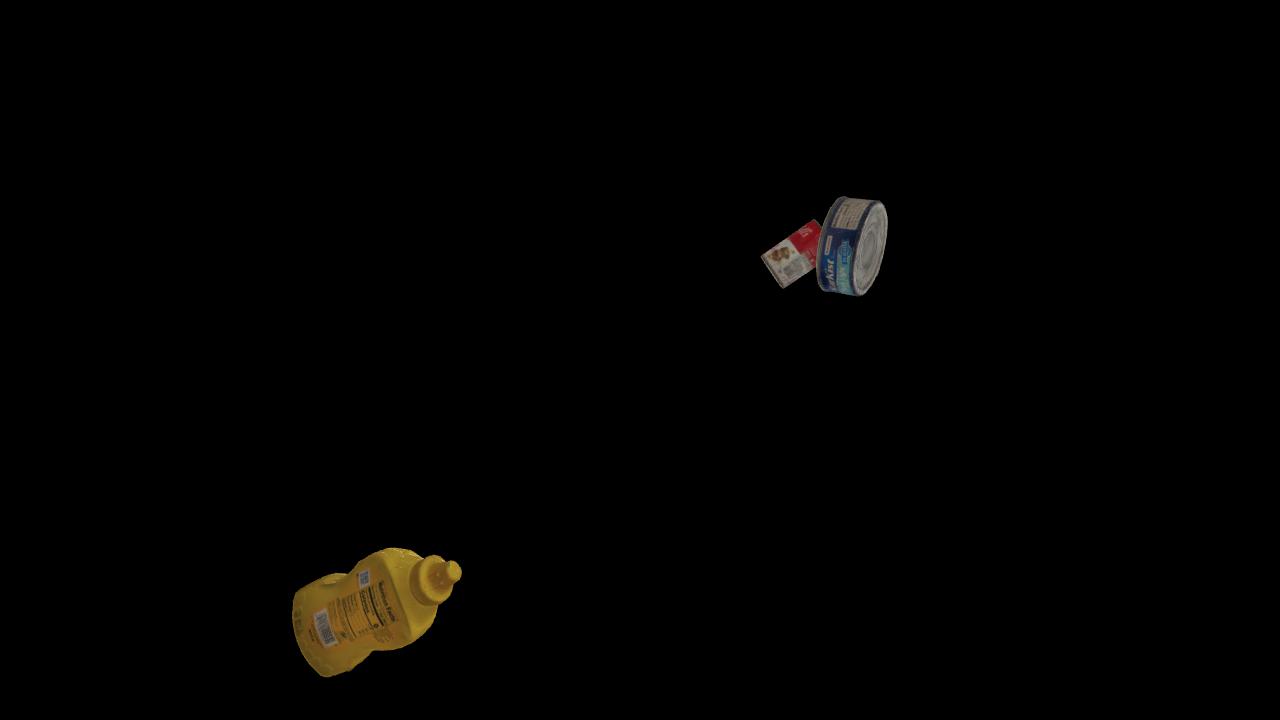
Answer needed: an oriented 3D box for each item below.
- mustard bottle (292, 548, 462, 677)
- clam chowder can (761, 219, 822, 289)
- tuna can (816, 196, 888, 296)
[{"bbox_3d":[-0.239,0.225,0.572,0.184,0.092,0.054,-28,-15,19],"label":"mustard bottle"},{"bbox_3d":[0.255,-0.170,0.994,0.102,0.068,0.068,-35,-9,13],"label":"clam chowder can"},{"bbox_3d":[0.186,-0.098,0.537,0.034,0.084,0.084,17,10,34],"label":"tuna can"}]
